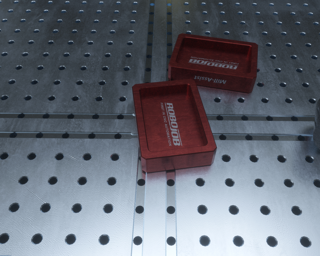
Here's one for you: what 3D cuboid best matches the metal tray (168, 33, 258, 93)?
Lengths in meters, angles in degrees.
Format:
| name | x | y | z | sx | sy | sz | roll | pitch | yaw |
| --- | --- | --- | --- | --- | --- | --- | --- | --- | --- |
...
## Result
| name | x | y | z | sx | sy | sz | roll | pitch | yaw |
| --- | --- | --- | --- | --- | --- | --- | --- | --- | --- |
| metal tray | 0.086 | -0.106 | 0.493 | 0.131 | 0.030 | 0.090 | 10 | 51 | 8 |

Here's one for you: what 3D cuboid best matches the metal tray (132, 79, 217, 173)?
| name | x | y | z | sx | sy | sz | roll | pitch | yaw |
| --- | --- | --- | --- | --- | --- | --- | --- | --- | --- |
| metal tray | 0.014 | -0.008 | 0.411 | 0.091 | 0.030 | 0.130 | -6 | 50 | -6 |

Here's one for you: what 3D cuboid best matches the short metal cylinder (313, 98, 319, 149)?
| name | x | y | z | sx | sy | sz | roll | pitch | yaw |
| --- | --- | --- | --- | --- | --- | --- | --- | --- | --- |
| short metal cylinder | 0.233 | -0.005 | 0.378 | 0.080 | 0.080 | 0.050 | 16 | 52 | 13 |
